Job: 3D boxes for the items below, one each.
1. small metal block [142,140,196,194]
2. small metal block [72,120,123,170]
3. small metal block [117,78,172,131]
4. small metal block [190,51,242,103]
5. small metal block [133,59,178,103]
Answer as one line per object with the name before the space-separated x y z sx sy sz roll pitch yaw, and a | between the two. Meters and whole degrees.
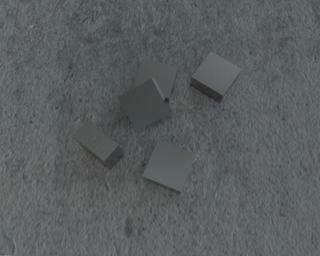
small metal block | 0.011 0.050 0.390 0.050 0.025 0.050 21 71 7
small metal block | -0.076 0.023 0.386 0.050 0.050 0.025 36 74 12
small metal block | -0.019 -0.031 0.402 0.050 0.025 0.050 -27 97 11
small metal block | 0.078 -0.071 0.435 0.050 0.025 0.050 33 73 11
small metal block | -0.006 -0.063 0.431 0.050 0.025 0.050 14 70 4
